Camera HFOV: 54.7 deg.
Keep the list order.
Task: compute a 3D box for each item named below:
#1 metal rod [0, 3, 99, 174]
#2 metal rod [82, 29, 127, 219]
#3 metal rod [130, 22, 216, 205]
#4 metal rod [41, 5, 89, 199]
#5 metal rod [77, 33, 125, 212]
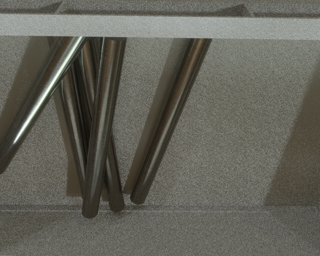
[{"bbox_3d":[-0.153,-0.022,0.365,0.025,0.025,0.299,29,131,-23],"label":"metal rod"},{"bbox_3d":[-0.077,0.021,0.391,0.025,0.025,0.298,10,130,-8],"label":"metal rod"},{"bbox_3d":[0.005,0.005,0.413,0.025,0.025,0.298,12,129,-10],"label":"metal rod"},{"bbox_3d":[-0.109,-0.004,0.404,0.025,0.025,0.298,1,130,-1],"label":"metal rod"},{"bbox_3d":[-0.075,0.017,0.422,0.025,0.025,0.298,-1,130,1],"label":"metal rod"}]
